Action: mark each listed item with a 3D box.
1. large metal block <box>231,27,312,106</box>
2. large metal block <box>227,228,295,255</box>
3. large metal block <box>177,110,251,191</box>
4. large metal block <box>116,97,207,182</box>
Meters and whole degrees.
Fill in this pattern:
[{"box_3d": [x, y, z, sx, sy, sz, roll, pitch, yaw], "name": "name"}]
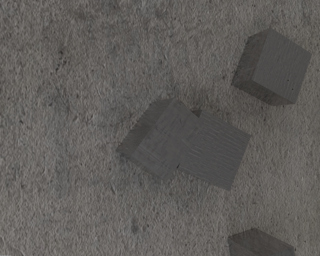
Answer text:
[{"box_3d": [0.163, -0.086, 0.456, 0.080, 0.050, 0.080, 24, 82, -19], "name": "large metal block"}, {"box_3d": [0.143, 0.197, 0.433, 0.050, 0.080, 0.080, -11, 94, -20], "name": "large metal block"}, {"box_3d": [0.063, 0.029, 0.419, 0.080, 0.050, 0.080, 26, 81, -18], "name": "large metal block"}, {"box_3d": [-0.002, 0.012, 0.379, 0.050, 0.080, 0.080, 40, 78, -16], "name": "large metal block"}]
